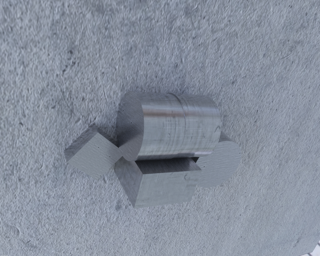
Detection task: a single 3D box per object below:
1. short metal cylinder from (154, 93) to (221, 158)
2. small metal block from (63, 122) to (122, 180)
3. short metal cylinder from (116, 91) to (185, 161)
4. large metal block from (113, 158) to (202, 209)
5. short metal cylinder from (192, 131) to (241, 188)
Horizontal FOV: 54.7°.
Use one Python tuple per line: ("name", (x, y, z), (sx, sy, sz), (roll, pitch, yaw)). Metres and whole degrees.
("short metal cylinder", (0.031, -0.003, 0.388), (0.050, 0.080, 0.079), (1, 118, -29))
("small metal block", (-0.081, 0.030, 0.383), (0.050, 0.025, 0.050), (-44, 129, 2))
("short metal cylinder", (-0.013, -0.002, 0.365), (0.050, 0.080, 0.079), (1, 118, -29))
("large metal block", (-0.006, 0.054, 0.404), (0.081, 0.080, 0.050), (1, 118, -29))
("short metal cylinder", (0.071, 0.040, 0.456), (0.081, 0.050, 0.079), (-14, 124, -21))
